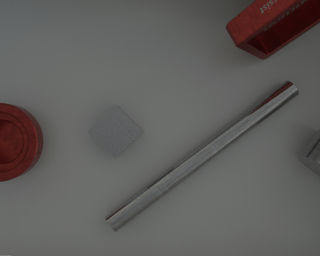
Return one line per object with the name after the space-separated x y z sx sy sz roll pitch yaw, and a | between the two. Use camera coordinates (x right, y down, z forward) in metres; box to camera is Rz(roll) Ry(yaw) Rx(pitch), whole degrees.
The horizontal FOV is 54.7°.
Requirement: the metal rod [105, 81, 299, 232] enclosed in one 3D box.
0.056 0.037 0.412 0.301 0.025 0.025 -37 90 -1 | metal rod

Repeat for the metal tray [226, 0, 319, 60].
0.151 -0.134 0.351 0.130 0.091 0.030 -35 69 32 | metal tray

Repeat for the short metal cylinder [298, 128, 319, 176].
0.225 0.039 0.387 0.080 0.080 0.050 37 90 -1 | short metal cylinder

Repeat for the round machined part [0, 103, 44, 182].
-0.200 0.017 0.400 0.099 0.042 0.097 0 90 -1 | round machined part

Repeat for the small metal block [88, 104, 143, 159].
-0.058 0.004 0.411 0.050 0.025 0.050 45 90 -1 | small metal block
